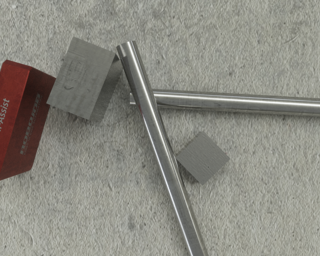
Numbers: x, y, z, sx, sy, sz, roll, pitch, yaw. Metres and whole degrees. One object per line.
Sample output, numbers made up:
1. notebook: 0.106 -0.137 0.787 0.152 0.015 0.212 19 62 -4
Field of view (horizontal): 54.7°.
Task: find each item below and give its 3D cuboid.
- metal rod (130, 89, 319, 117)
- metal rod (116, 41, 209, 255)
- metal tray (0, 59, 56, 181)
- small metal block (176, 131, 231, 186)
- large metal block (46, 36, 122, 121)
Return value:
1. metal rod: 0.112 -0.033 0.411 0.302 0.025 0.025 3 90 -1
2. metal rod: 0.007 0.039 0.393 0.025 0.025 0.298 -19 97 0
3. metal tray: -0.171 -0.008 0.375 0.030 0.090 0.129 16 90 0
4. small metal block: 0.055 0.039 0.411 0.050 0.025 0.050 -44 91 0
5. large metal block: -0.087 -0.055 0.381 0.050 0.080 0.080 22 90 0
